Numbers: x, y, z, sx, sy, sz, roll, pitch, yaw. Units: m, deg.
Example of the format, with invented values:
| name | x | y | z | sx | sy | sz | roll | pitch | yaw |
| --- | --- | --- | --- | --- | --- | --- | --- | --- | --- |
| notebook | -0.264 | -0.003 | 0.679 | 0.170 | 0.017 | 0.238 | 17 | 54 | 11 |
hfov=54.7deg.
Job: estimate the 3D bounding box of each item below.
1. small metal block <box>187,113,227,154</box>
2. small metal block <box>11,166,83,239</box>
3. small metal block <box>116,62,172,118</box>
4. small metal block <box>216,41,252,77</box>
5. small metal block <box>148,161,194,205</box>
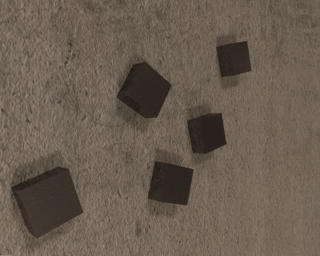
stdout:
| name | x | y | z | sx | sy | sz | roll | pitch | yaw |
| --- | --- | --- | --- | --- | --- | --- | --- | --- | --- |
| small metal block | 0.071 | 0.007 | 0.467 | 0.050 | 0.025 | 0.050 | -18 | 102 | -39 |
| small metal block | -0.112 | 0.073 | 0.312 | 0.050 | 0.025 | 0.050 | -24 | 106 | -38 |
| small metal block | -0.019 | -0.047 | 0.391 | 0.050 | 0.025 | 0.050 | 37 | 67 | -34 |
| small metal block | 0.123 | -0.114 | 0.510 | 0.050 | 0.025 | 0.050 | -20 | 103 | -39 |
| small metal block | 0.015 | 0.075 | 0.420 | 0.050 | 0.025 | 0.050 | 19 | 78 | -39 |
